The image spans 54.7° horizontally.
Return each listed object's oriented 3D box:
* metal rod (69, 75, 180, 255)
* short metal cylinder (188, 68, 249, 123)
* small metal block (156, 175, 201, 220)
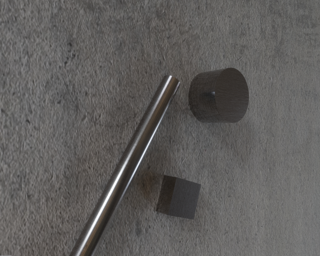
[{"bbox_3d":[-0.046,0.062,0.367,0.025,0.025,0.300,40,65,-33],"label":"metal rod"},{"bbox_3d":[0.089,-0.047,0.466,0.081,0.050,0.079,0,90,-40],"label":"short metal cylinder"},{"bbox_3d":[0.026,0.096,0.429,0.050,0.025,0.050,23,76,-38],"label":"small metal block"}]
